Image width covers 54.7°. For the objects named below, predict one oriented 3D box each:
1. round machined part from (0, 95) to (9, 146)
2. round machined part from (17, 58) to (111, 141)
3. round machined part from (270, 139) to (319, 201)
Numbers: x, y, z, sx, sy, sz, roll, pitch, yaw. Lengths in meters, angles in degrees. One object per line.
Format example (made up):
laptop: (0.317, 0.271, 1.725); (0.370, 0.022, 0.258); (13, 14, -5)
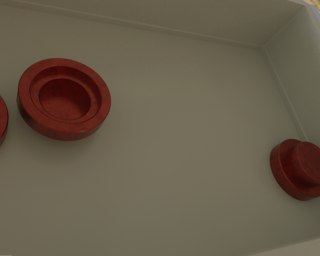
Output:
round machined part: (-0.199, -0.013, 0.295); (0.099, 0.042, 0.098); (14, 56, -21)
round machined part: (-0.110, -0.028, 0.354); (0.099, 0.042, 0.098); (14, 56, -21)
round machined part: (0.224, 0.060, 0.482); (0.099, 0.042, 0.098); (14, 56, -21)
